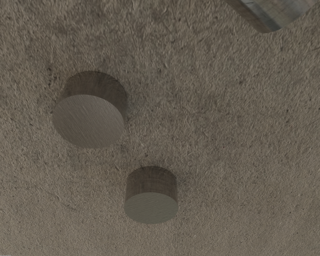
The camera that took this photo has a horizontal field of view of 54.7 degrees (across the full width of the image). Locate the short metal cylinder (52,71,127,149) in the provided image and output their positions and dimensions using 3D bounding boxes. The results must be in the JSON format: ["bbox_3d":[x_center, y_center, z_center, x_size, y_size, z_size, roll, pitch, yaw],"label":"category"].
[{"bbox_3d":[-0.081,-0.021,0.372,0.081,0.050,0.079,0,130,0],"label":"short metal cylinder"}]

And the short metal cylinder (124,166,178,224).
[{"bbox_3d":[-0.013,0.105,0.479,0.081,0.050,0.079,0,130,0],"label":"short metal cylinder"}]

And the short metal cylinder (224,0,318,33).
[{"bbox_3d":[0.095,-0.129,0.262,0.050,0.080,0.080,32,123,-24],"label":"short metal cylinder"}]
